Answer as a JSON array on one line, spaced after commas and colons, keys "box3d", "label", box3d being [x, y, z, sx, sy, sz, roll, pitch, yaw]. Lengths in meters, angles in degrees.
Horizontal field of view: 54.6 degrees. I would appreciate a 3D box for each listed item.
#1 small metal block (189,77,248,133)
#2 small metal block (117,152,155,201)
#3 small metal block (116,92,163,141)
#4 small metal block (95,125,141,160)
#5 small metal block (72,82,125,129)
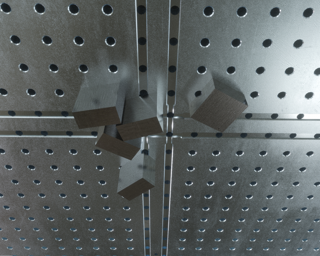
[{"box3d": [0.072, -0.028, 0.388, 0.050, 0.025, 0.050, 24, 126, -20], "label": "small metal block"}, {"box3d": [-0.034, 0.071, 0.455, 0.050, 0.050, 0.025, -34, 122, 25], "label": "small metal block"}, {"box3d": [-0.024, -0.015, 0.382, 0.050, 0.050, 0.025, -13, 129, 11], "label": "small metal block"}, {"box3d": [-0.052, 0.008, 0.401, 0.050, 0.050, 0.025, 25, 126, -20], "label": "small metal block"}, {"box3d": [-0.072, -0.027, 0.371, 0.050, 0.050, 0.025, -7, 130, 6], "label": "small metal block"}]
